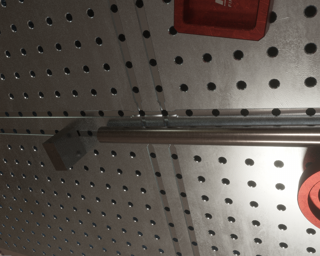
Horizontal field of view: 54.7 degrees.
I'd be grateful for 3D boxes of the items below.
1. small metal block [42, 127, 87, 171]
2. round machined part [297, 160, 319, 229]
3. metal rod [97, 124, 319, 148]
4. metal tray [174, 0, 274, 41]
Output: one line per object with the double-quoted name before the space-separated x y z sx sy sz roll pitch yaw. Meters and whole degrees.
"small metal block" -0.150 0.033 0.492 0.025 0.050 0.050 -6 116 30
"round machined part" 0.204 0.069 0.335 0.098 0.042 0.097 13 124 20
"metal rod" 0.047 0.009 0.390 0.300 0.025 0.025 0 118 28
"metal tray" 0.061 -0.151 0.281 0.090 0.030 0.129 13 124 20
